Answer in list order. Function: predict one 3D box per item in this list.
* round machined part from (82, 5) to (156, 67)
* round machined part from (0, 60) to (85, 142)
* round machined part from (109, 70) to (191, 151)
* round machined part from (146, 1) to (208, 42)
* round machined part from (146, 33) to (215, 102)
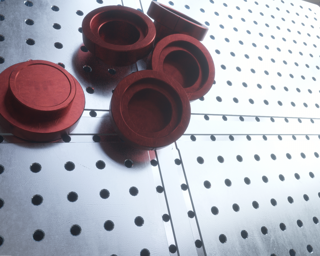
[{"bbox_3d":[-0.057,-0.123,0.430,0.099,0.042,0.098,5,54,-7],"label":"round machined part"},{"bbox_3d":[-0.133,-0.037,0.348,0.099,0.042,0.098,13,56,-21],"label":"round machined part"},{"bbox_3d":[-0.014,-0.019,0.389,0.099,0.042,0.098,4,75,-15],"label":"round machined part"},{"bbox_3d":[0.023,-0.158,0.488,0.098,0.042,0.098,22,24,-10],"label":"round machined part"},{"bbox_3d":[0.026,-0.082,0.448,0.099,0.042,0.098,4,79,-21],"label":"round machined part"}]
